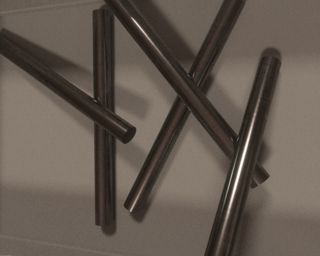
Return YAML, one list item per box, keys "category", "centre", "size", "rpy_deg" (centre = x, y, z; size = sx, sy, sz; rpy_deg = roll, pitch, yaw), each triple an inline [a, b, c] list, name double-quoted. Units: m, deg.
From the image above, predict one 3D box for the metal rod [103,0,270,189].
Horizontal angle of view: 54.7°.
- category: "metal rod"
  centre: [0.024, -0.057, 0.373]
  size: [0.025, 0.025, 0.299]
  rpy_deg: [-40, 80, 15]

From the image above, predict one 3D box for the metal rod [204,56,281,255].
- category: "metal rod"
  centre: [0.080, 0.055, 0.318]
  size: [0.025, 0.025, 0.300]
  rpy_deg: [14, 70, 19]

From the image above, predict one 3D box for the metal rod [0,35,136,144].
- category: "metal rod"
  centre: [-0.153, -0.067, 0.445]
  size: [0.300, 0.025, 0.025]
  rpy_deg: [33, 101, 23]

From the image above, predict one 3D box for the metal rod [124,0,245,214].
- category: "metal rod"
  centre: [0.027, -0.023, 0.400]
  size: [0.025, 0.025, 0.298]
  rpy_deg: [29, 99, 17]

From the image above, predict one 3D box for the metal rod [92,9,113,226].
- category: "metal rod"
  centre: [-0.081, -0.015, 0.437]
  size: [0.025, 0.025, 0.298]
  rpy_deg: [-1, 90, 19]
